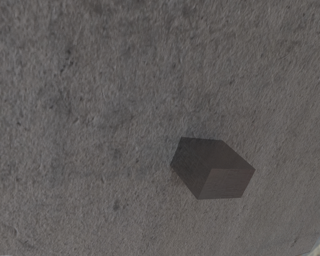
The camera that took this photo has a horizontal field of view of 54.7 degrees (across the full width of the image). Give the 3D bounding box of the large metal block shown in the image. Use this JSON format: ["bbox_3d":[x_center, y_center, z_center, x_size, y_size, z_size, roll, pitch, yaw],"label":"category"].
[{"bbox_3d":[0.074,0.057,0.449,0.081,0.080,0.050,6,116,-31],"label":"large metal block"}]
